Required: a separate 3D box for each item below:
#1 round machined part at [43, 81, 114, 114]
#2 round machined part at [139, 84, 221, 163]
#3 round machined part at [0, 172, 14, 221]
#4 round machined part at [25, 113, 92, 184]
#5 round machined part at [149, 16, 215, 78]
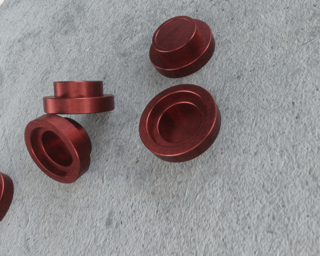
[{"bbox_3d":[-0.116,-0.046,0.444,0.098,0.099,0.042,5,101,30],"label":"round machined part"},{"bbox_3d":[0.027,-0.002,0.380,0.098,0.042,0.098,-13,56,21],"label":"round machined part"},{"bbox_3d":[-0.278,0.108,0.473,0.098,0.042,0.098,-13,56,21],"label":"round machined part"},{"bbox_3d":[-0.134,0.024,0.425,0.098,0.097,0.042,4,28,30],"label":"round machined part"},{"bbox_3d":[0.028,-0.125,0.456,0.098,0.042,0.098,-13,56,21],"label":"round machined part"}]
